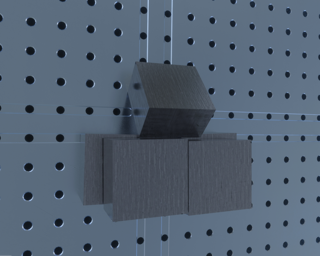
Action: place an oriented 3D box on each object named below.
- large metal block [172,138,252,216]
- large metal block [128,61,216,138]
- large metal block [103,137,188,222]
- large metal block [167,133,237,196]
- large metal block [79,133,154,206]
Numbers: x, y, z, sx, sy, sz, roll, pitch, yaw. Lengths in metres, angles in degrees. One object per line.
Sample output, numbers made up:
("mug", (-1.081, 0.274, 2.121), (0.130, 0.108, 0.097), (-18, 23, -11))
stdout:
("large metal block", (0.060, 0.053, 0.367), (0.081, 0.050, 0.079), (0, 90, -21))
("large metal block", (0.011, -0.034, 0.382), (0.081, 0.050, 0.080), (0, 48, -21))
("large metal block", (-0.017, 0.051, 0.338), (0.081, 0.050, 0.079), (0, 90, -21))
("large metal block", (0.056, 0.047, 0.421), (0.081, 0.050, 0.079), (-1, 91, -20))
("large metal block", (-0.055, 0.047, 0.380), (0.081, 0.050, 0.079), (2, 90, -21))
